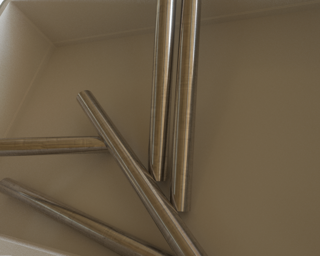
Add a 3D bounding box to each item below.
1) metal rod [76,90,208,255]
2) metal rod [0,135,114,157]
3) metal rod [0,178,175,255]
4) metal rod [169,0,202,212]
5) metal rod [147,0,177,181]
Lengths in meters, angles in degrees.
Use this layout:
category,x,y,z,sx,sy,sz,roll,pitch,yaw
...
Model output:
category,x,y,z,sx,sy,sz,roll,pitch,yaw
metal rod,-0.034,0.045,0.367,0.025,0.025,0.300,-41,53,0
metal rod,-0.215,0.026,0.416,0.302,0.025,0.025,-2,57,-4
metal rod,-0.111,0.114,0.391,0.300,0.025,0.025,12,68,32
metal rod,0.032,-0.057,0.364,0.025,0.025,0.298,-1,79,27
metal rod,0.004,-0.087,0.377,0.025,0.025,0.298,2,88,29
